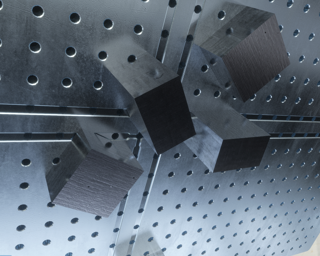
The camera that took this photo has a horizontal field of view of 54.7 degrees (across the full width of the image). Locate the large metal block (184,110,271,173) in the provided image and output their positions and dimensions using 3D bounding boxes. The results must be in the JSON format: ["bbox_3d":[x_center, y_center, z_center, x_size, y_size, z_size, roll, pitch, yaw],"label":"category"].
[{"bbox_3d":[0.091,0.015,0.437,0.081,0.080,0.050,-3,120,-27],"label":"large metal block"}]

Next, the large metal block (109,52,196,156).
[{"bbox_3d":[-0.009,-0.029,0.354,0.050,0.080,0.080,-29,129,-11],"label":"large metal block"}]

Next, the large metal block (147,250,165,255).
[{"bbox_3d":[-0.023,0.279,0.558,0.081,0.050,0.079,-14,125,-21],"label":"large metal block"}]

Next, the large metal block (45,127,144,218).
[{"bbox_3d":[-0.082,0.057,0.387,0.080,0.050,0.080,30,102,-38],"label":"large metal block"}]

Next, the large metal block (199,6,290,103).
[{"bbox_3d":[0.110,-0.094,0.399,0.080,0.050,0.080,-40,130,-1],"label":"large metal block"}]
